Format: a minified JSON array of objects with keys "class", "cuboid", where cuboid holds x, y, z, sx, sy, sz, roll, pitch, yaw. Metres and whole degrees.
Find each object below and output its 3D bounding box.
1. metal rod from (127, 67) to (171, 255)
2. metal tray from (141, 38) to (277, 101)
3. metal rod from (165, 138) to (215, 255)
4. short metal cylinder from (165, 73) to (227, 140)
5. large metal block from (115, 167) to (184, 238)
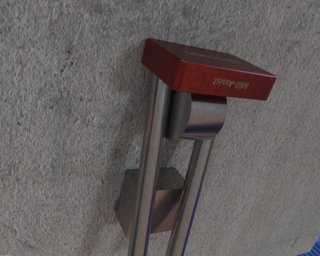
[{"class":"metal rod","cuboid":[-0.015,0.065,0.383,0.025,0.025,0.298,2,102,-30]},{"class":"metal tray","cuboid":[0.055,-0.067,0.356,0.131,0.090,0.030,2,117,-30]},{"class":"metal rod","cuboid":[0.047,0.068,0.418,0.025,0.025,0.298,9,99,-33]},{"class":"short metal cylinder","cuboid":[0.036,-0.025,0.379,0.050,0.080,0.079,2,118,-30]},{"class":"large metal block","cuboid":[-0.012,0.106,0.450,0.081,0.050,0.079,2,118,-30]}]
